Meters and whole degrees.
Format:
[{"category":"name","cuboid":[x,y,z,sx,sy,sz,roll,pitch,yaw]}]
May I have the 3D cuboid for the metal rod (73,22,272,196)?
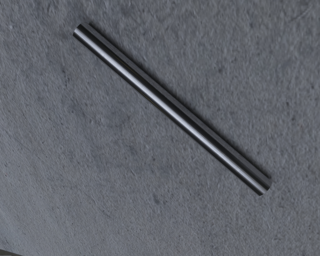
[{"category":"metal rod","cuboid":[0.016,-0.023,0.383,0.300,0.025,0.025,41,129,0]}]
